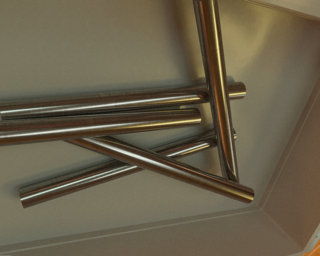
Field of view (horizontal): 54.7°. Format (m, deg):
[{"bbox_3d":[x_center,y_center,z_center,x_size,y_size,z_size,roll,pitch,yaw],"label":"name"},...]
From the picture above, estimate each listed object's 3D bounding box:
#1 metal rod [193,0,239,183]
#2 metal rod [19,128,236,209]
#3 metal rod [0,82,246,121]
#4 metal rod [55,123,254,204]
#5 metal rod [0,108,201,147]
[{"bbox_3d":[0.080,-0.020,0.406,0.025,0.025,0.299,-26,128,-12],"label":"metal rod"},{"bbox_3d":[-0.028,0.046,0.421,0.302,0.025,0.025,-15,125,-20],"label":"metal rod"},{"bbox_3d":[-0.023,-0.034,0.374,0.303,0.025,0.025,-8,122,-24],"label":"metal rod"},{"bbox_3d":[0.009,0.051,0.409,0.302,0.025,0.025,23,106,-25],"label":"metal rod"},{"bbox_3d":[-0.084,-0.001,0.333,0.303,0.025,0.025,-6,121,-30],"label":"metal rod"}]
